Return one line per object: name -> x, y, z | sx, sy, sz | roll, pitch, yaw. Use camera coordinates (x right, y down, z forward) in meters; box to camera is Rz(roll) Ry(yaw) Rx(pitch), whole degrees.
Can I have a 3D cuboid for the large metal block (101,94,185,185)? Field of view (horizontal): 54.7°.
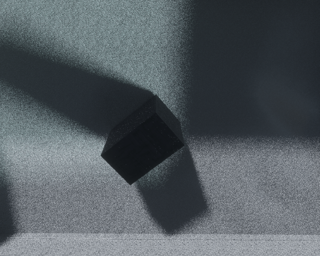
large metal block -> -0.020, 0.011, 0.383 | 0.080, 0.080, 0.050 | -38, 106, 12
